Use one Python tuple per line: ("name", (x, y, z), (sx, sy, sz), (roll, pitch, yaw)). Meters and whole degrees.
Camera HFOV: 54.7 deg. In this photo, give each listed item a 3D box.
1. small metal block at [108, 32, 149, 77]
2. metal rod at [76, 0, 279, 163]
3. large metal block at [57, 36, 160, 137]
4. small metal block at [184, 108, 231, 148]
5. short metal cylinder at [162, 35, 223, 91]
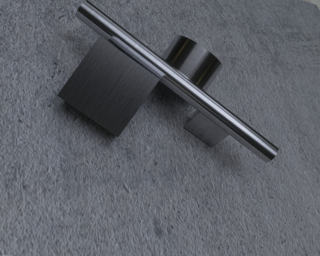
("small metal block", (-0.048, -0.096, 0.424), (0.025, 0.050, 0.050), (44, 51, 1))
("metal rod", (0.025, -0.056, 0.390), (0.301, 0.025, 0.025), (37, 51, -4))
("large metal block", (-0.058, -0.047, 0.365), (0.080, 0.050, 0.080), (35, 91, -6))
("small metal block", (0.070, -0.006, 0.429), (0.050, 0.050, 0.025), (35, 51, -5))
("short metal cylinder", (0.041, -0.087, 0.439), (0.080, 0.080, 0.050), (34, 93, -7))
